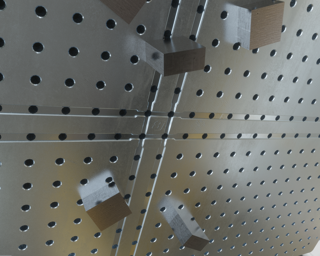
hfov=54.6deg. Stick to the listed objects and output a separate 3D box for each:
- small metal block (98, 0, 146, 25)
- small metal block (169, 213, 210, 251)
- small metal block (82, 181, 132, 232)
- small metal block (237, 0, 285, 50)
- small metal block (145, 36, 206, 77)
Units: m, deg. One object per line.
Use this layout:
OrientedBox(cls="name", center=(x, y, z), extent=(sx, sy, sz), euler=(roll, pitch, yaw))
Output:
OrientedBox(cls="small metal block", center=(-0.038, -0.140, 0.303), extent=(0.050, 0.025, 0.050), euler=(32, 101, -38))
OrientedBox(cls="small metal block", center=(0.050, 0.179, 0.532), extent=(0.050, 0.050, 0.025), euler=(33, 100, -38))
OrientedBox(cls="small metal block", center=(-0.074, 0.111, 0.439), extent=(0.050, 0.025, 0.050), euler=(-29, 128, -10))
OrientedBox(cls="small metal block", center=(0.129, -0.133, 0.398), extent=(0.050, 0.025, 0.050), euler=(-19, 126, -17))
OrientedBox(cls="small metal block", center=(0.016, -0.083, 0.352), extent=(0.050, 0.050, 0.025), euler=(-14, 124, -21))
